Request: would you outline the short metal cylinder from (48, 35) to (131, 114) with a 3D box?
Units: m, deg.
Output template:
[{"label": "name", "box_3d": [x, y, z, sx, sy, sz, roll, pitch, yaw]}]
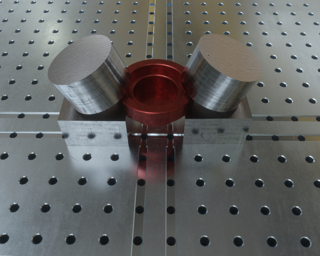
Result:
[{"label": "short metal cylinder", "box_3d": [-0.081, -0.063, 0.362, 0.080, 0.050, 0.080, -13, 49, 16]}]

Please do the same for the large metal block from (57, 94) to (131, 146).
[{"label": "large metal block", "box_3d": [-0.080, -0.023, 0.410, 0.080, 0.050, 0.080, 1, 50, 0]}]

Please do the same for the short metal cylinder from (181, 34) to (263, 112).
[{"label": "short metal cylinder", "box_3d": [0.071, -0.065, 0.365, 0.081, 0.050, 0.080, 13, 48, -15]}]

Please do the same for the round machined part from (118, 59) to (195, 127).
[{"label": "round machined part", "box_3d": [-0.005, -0.041, 0.392, 0.099, 0.042, 0.098, 0, 50, 0]}]

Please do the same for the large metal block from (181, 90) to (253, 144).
[{"label": "large metal block", "box_3d": [0.070, -0.026, 0.413, 0.081, 0.050, 0.080, -1, 50, -1]}]
